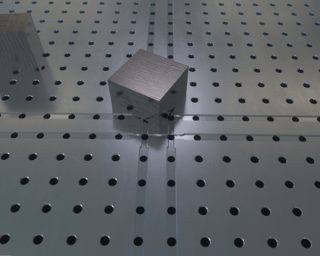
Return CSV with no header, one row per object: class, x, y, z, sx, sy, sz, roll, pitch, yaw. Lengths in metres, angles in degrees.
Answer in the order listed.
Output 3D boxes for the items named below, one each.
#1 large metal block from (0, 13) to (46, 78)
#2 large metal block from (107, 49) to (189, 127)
large metal block,-0.232,-0.126,0.477,0.080,0.080,0.050,-5,50,-4
large metal block,-0.015,-0.060,0.442,0.080,0.050,0.080,24,54,19
